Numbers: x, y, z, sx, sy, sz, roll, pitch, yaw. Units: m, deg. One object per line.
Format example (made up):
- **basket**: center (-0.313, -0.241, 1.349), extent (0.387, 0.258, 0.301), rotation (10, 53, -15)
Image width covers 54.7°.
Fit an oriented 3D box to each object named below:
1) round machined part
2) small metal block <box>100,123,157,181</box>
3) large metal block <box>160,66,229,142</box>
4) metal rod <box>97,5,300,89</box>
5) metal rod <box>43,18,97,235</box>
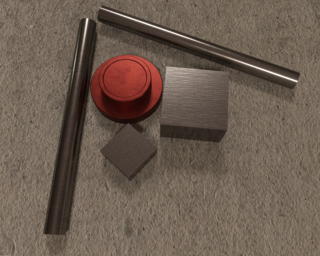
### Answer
- **round machined part**: center (-0.045, -0.058, 0.420), extent (0.099, 0.042, 0.098), rotation (0, 70, -1)
- **small metal block**: center (-0.039, 0.031, 0.396), extent (0.050, 0.025, 0.050), rotation (41, 75, 13)
- **large metal block**: center (0.044, -0.030, 0.406), extent (0.080, 0.050, 0.080), rotation (5, 70, 1)
- **metal rod**: center (0.051, -0.120, 0.452), extent (0.301, 0.025, 0.025), rotation (21, 71, 7)
- **metal rod**: center (-0.115, -0.016, 0.412), extent (0.025, 0.025, 0.299), rotation (3, 70, 1)
